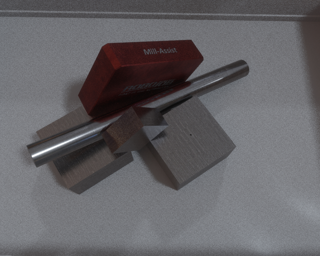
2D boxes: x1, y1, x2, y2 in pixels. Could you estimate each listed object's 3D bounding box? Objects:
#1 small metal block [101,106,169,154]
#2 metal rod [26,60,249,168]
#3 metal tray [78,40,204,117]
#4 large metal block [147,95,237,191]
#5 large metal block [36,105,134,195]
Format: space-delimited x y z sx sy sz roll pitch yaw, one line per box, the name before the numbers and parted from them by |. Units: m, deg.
small metal block | -0.027 0.002 0.342 0.050 0.050 0.025 -40 71 25
metal rod | -0.006 -0.028 0.379 0.302 0.025 0.025 -25 72 -25
metal tray | -0.021 -0.060 0.367 0.131 0.090 0.030 -16 69 -40
large metal block | 0.034 0.019 0.388 0.080 0.050 0.080 -32 73 -11
large metal block | -0.090 0.023 0.383 0.080 0.050 0.080 -32 73 -11
